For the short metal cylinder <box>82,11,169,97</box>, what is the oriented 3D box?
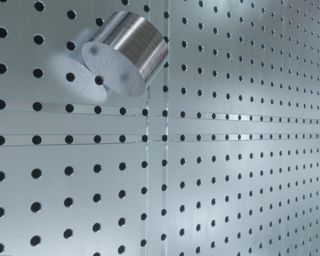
[{"bbox_3d":[-0.038,-0.080,0.343,0.080,0.080,0.050,48,62,-30],"label":"short metal cylinder"}]
